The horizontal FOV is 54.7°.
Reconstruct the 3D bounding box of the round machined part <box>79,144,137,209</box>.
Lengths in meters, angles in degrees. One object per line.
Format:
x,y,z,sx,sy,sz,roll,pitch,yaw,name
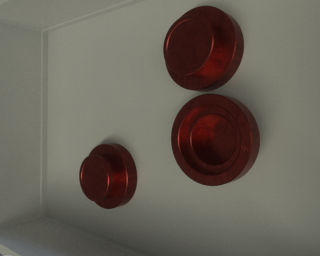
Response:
-0.084,0.073,0.465,0.098,0.042,0.097,0,90,40,round machined part

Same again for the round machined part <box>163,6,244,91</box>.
0.043,-0.093,0.361,0.098,0.042,0.097,0,90,40,round machined part

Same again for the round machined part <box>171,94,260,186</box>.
0.064,0.012,0.343,0.098,0.042,0.097,0,90,40,round machined part
